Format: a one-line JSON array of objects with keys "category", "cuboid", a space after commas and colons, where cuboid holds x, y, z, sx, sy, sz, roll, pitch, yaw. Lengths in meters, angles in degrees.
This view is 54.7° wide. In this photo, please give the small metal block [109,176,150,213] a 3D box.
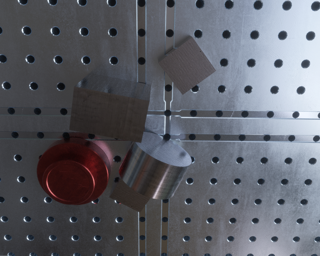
[{"category": "small metal block", "cuboid": [-0.037, 0.085, 0.444, 0.050, 0.025, 0.050, 30, 107, -11]}]

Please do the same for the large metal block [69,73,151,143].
[{"category": "large metal block", "cuboid": [-0.056, -0.027, 0.373, 0.081, 0.080, 0.050, 11, 110, -4]}]

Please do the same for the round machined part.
[{"category": "round machined part", "cuboid": [-0.121, 0.066, 0.427, 0.099, 0.042, 0.097, 0, 110, -1]}]

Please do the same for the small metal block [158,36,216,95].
[{"category": "small metal block", "cuboid": [0.033, -0.078, 0.385, 0.050, 0.025, 0.050, -36, 107, 12]}]

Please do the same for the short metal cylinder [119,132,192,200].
[{"category": "short metal cylinder", "cuboid": [-0.006, 0.047, 0.401, 0.080, 0.080, 0.050, 23, 108, -9]}]
